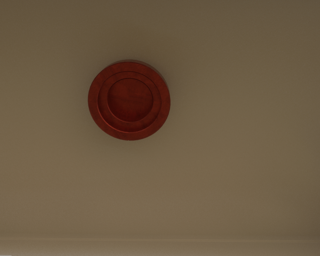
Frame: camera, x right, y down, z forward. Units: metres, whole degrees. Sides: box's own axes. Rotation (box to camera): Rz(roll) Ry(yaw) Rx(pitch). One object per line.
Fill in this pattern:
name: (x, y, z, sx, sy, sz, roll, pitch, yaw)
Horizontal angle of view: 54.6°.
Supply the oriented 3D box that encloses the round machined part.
round machined part: (-0.037, -0.037, 0.388, 0.099, 0.042, 0.097, 0, 110, 0)
